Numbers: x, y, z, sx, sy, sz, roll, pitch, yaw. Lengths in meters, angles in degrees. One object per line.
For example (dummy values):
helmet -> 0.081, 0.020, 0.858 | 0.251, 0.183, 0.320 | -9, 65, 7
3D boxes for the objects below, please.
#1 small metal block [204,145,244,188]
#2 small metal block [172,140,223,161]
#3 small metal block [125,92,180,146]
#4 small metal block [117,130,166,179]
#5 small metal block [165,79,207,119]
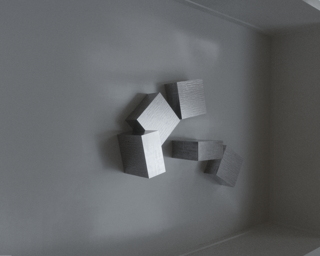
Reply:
small metal block -> 0.102, 0.060, 0.492 | 0.050, 0.025, 0.050 | 36, 68, -34
small metal block -> 0.053, 0.030, 0.434 | 0.050, 0.050, 0.025 | 0, 91, -40
small metal block -> -0.008, -0.010, 0.399 | 0.050, 0.025, 0.050 | -52, 121, -27
small metal block -> -0.023, 0.030, 0.371 | 0.025, 0.050, 0.050 | -16, 101, -39
small metal block -> 0.037, -0.041, 0.437 | 0.050, 0.025, 0.050 | -14, 99, -39
